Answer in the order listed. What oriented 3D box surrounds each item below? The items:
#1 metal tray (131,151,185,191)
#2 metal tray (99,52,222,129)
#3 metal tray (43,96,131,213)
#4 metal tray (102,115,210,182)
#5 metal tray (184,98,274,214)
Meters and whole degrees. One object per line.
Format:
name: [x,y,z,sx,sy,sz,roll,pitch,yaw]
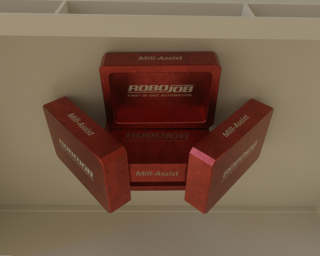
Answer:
metal tray: [-0.003,0.050,0.444,0.131,0.030,0.089,0,130,-1]
metal tray: [0.001,-0.042,0.367,0.131,0.030,0.089,-1,131,-1]
metal tray: [-0.088,0.030,0.371,0.030,0.130,0.089,-30,139,-31]
metal tray: [-0.004,0.022,0.383,0.131,0.090,0.030,0,130,-1]
metal tray: [0.084,0.031,0.374,0.030,0.131,0.089,31,138,30]
